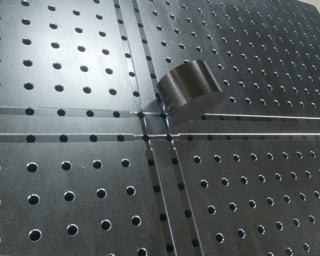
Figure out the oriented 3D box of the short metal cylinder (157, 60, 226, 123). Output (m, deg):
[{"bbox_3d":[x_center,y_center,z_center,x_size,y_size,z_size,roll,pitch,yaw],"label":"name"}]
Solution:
[{"bbox_3d":[0.042,-0.049,0.427,0.081,0.080,0.050,-12,68,-34],"label":"short metal cylinder"}]
